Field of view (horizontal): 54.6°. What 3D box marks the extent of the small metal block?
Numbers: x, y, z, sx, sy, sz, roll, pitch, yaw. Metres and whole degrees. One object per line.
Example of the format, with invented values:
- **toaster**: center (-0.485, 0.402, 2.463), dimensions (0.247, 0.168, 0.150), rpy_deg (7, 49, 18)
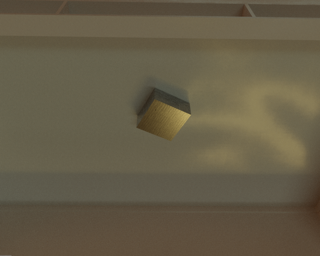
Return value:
- **small metal block**: center (0.004, -0.016, 0.395), dimensions (0.050, 0.025, 0.050), rpy_deg (22, 127, -18)
